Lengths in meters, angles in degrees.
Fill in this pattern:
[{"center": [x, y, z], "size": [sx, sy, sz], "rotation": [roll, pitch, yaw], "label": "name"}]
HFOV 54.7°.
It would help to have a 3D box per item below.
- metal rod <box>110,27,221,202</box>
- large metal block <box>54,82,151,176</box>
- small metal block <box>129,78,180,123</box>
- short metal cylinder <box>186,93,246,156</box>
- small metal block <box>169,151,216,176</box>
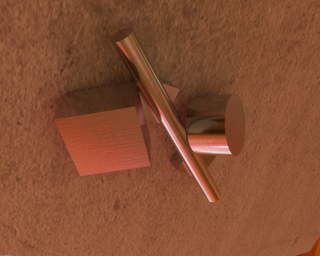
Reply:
[{"center": [0.023, 0.008, 0.396], "size": [0.025, 0.025, 0.299], "rotation": [-36, 130, -5], "label": "metal rod"}, {"center": [-0.058, 0.002, 0.342], "size": [0.080, 0.050, 0.080], "rotation": [-9, 127, 4], "label": "large metal block"}, {"center": [-0.012, -0.037, 0.381], "size": [0.050, 0.025, 0.050], "rotation": [13, 112, -34], "label": "small metal block"}, {"center": [0.076, -0.004, 0.407], "size": [0.080, 0.050, 0.079], "rotation": [2, 87, -58], "label": "short metal cylinder"}, {"center": [0.051, 0.043, 0.465], "size": [0.050, 0.025, 0.050], "rotation": [27, 103, -38], "label": "small metal block"}]
